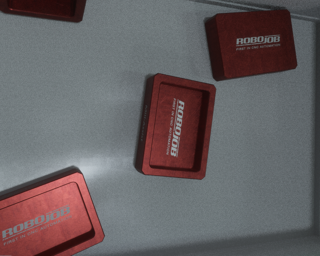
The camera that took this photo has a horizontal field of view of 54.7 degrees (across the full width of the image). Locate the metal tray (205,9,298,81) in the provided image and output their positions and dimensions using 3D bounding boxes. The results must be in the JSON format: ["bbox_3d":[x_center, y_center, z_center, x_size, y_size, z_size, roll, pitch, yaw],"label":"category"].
[{"bbox_3d":[0.137,-0.123,0.458,0.131,0.030,0.089,-11,94,-20],"label":"metal tray"}]

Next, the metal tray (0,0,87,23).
[{"bbox_3d":[-0.118,-0.157,0.309,0.091,0.130,0.030,1,78,-20],"label":"metal tray"}]

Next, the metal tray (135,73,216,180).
[{"bbox_3d":[0.022,0.000,0.415,0.091,0.030,0.129,8,87,-20],"label":"metal tray"}]

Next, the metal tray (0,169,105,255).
[{"bbox_3d":[-0.141,0.112,0.356,0.131,0.030,0.090,-20,97,-19],"label":"metal tray"}]
